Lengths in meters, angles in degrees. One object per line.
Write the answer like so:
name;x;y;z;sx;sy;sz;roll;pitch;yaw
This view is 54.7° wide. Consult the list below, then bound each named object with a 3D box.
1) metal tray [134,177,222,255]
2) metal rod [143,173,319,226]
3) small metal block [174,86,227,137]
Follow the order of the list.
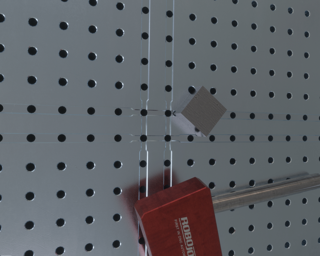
metal tray;0.027;0.138;0.398;0.091;0.030;0.129;-20;113;-15
metal rod;0.118;0.104;0.456;0.303;0.025;0.025;-7;93;-20
small metal block;0.057;-0.023;0.434;0.050;0.025;0.050;42;77;-15
